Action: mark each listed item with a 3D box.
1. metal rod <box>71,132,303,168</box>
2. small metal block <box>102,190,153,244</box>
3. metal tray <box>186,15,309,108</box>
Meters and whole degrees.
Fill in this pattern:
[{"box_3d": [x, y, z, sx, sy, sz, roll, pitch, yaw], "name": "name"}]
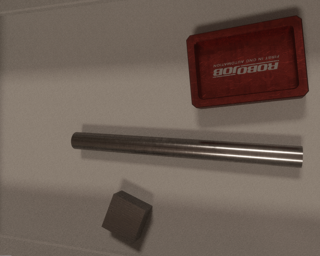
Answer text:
[{"box_3d": [0.020, 0.026, 0.402, 0.301, 0.025, 0.025, 3, 91, 19], "name": "metal rod"}, {"box_3d": [-0.045, 0.121, 0.425, 0.050, 0.025, 0.050, 23, 97, 18], "name": "small metal block"}, {"box_3d": [0.102, -0.074, 0.371, 0.130, 0.030, 0.089, -5, 88, 19], "name": "metal tray"}]
